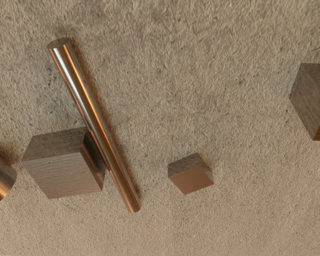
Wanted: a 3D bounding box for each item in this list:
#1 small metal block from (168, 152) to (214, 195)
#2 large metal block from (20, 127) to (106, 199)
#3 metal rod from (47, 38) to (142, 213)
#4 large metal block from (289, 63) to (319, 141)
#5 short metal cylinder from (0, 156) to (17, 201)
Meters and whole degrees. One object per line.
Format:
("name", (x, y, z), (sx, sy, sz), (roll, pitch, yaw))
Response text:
("small metal block", (0.046, 0.070, 0.467), (0.050, 0.025, 0.050), (-25, 126, 20))
("large metal block", (-0.129, 0.050, 0.432), (0.080, 0.050, 0.080), (-10, 130, 8))
("metal rod", (-0.076, 0.021, 0.423), (0.025, 0.025, 0.299), (-10, 130, 8))
("large metal block", (0.204, -0.031, 0.347), (0.081, 0.080, 0.050), (1, 130, -1))
("short metal cylinder", (-0.250, 0.071, 0.429), (0.080, 0.080, 0.050), (-17, 128, 14))
